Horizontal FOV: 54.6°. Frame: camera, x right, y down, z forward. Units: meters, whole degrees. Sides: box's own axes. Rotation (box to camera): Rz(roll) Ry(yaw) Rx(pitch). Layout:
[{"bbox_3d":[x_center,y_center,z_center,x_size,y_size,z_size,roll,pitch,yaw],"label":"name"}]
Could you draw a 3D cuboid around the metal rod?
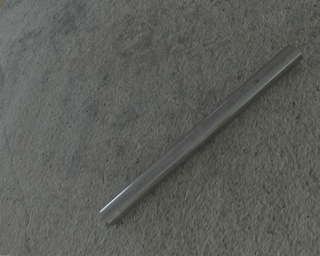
[{"bbox_3d":[0.050,0.008,0.373,0.300,0.025,0.025,-41,51,0],"label":"metal rod"}]
